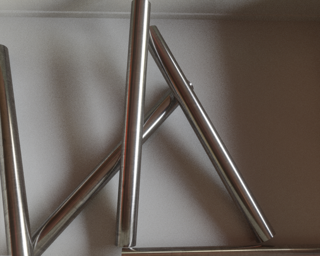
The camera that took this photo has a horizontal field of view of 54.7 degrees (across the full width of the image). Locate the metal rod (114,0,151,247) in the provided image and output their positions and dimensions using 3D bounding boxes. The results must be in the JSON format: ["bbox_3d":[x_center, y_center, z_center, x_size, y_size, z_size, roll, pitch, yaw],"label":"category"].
[{"bbox_3d":[-0.032,-0.012,0.379,0.025,0.025,0.298,3,83,1],"label":"metal rod"}]

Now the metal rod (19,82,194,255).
[{"bbox_3d":[-0.061,0.045,0.392,0.025,0.025,0.301,39,74,13],"label":"metal rod"}]

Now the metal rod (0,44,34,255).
[{"bbox_3d":[-0.190,0.016,0.388,0.025,0.025,0.299,-16,66,-6],"label":"metal rod"}]

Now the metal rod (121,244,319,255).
[{"bbox_3d":[0.109,0.145,0.349,0.302,0.025,0.025,0,70,-3],"label":"metal rod"}]

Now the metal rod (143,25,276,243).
[{"bbox_3d":[0.055,-0.001,0.391,0.025,0.025,0.299,-27,79,-9],"label":"metal rod"}]
